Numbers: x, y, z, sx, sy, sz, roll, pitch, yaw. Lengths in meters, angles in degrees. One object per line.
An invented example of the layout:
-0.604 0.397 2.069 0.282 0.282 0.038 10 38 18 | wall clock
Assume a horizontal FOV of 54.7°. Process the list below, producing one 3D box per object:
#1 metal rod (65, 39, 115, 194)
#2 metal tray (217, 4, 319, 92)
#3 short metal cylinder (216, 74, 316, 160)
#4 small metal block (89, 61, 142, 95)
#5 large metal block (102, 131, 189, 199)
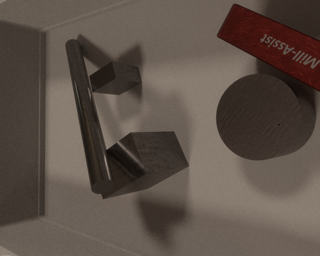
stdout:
-0.104 -0.039 0.427 0.025 0.025 0.300 -52 41 27 | metal rod
0.123 -0.057 0.262 0.130 0.091 0.030 41 115 32 | metal tray
0.103 -0.010 0.304 0.080 0.050 0.079 0 90 39 | short metal cylinder
-0.063 -0.069 0.440 0.050 0.050 0.025 -22 77 37 | small metal block
-0.025 0.045 0.390 0.080 0.081 0.050 -35 69 34 | large metal block
